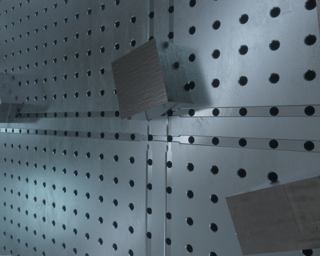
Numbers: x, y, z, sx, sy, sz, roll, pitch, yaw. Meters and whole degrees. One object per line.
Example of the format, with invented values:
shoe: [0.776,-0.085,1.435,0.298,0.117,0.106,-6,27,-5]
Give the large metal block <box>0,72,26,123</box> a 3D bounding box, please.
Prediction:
large metal block: [-0.347,-0.066,0.682,0.080,0.050,0.080,-38,67,33]

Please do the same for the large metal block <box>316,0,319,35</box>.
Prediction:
large metal block: [0.177,-0.081,0.247,0.080,0.050,0.080,-7,86,40]

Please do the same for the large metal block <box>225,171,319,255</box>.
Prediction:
large metal block: [0.119,0.072,0.276,0.080,0.081,0.050,-25,75,37]

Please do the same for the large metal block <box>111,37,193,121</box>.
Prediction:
large metal block: [-0.012,-0.059,0.404,0.080,0.050,0.080,-19,78,38]
